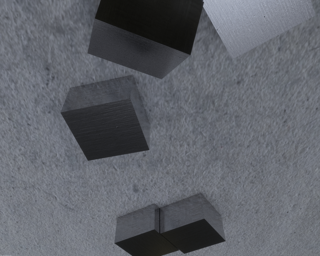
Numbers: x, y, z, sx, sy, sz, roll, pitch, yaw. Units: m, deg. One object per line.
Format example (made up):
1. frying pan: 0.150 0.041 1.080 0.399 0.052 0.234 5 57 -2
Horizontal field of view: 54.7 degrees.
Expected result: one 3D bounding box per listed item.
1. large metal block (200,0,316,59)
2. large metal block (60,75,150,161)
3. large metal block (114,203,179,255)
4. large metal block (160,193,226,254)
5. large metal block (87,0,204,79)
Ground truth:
1. large metal block: 0.083 -0.125 0.286 0.080 0.050 0.080 -26 126 20
2. large metal block: -0.062 -0.011 0.381 0.080 0.050 0.080 -11 130 8
3. large metal block: -0.022 0.188 0.551 0.080 0.050 0.080 -26 126 20
4. large metal block: 0.056 0.166 0.533 0.080 0.050 0.080 -26 126 20
5. large metal block: -0.018 -0.091 0.287 0.081 0.050 0.080 17 169 -15
